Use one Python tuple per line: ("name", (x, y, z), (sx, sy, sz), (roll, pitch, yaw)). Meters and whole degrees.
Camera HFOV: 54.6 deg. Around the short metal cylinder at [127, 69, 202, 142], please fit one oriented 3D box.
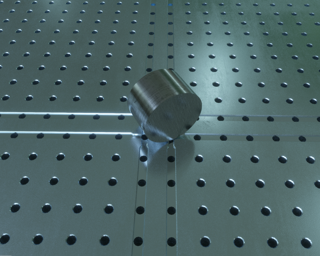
("short metal cylinder", (0.006, -0.028, 0.394), (0.081, 0.080, 0.050), (-22, 53, -18))
